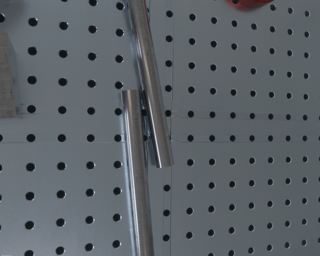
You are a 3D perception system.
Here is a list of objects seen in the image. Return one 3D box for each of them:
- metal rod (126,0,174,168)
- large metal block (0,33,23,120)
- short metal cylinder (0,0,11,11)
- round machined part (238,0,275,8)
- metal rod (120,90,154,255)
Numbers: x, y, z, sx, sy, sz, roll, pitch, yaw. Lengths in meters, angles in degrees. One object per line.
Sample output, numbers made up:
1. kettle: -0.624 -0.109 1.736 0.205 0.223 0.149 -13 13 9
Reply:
1. metal rod: -0.019 -0.096 0.405 0.025 0.025 0.298 -11 94 -20
2. large metal block: -0.176 -0.047 0.319 0.050 0.080 0.079 -6 92 -20
3. short metal cylinder: -0.188 -0.151 0.314 0.050 0.080 0.080 44 76 -15
4. round machined part: 0.148 -0.234 0.458 0.099 0.042 0.097 0 90 -20
5. metal rod: -0.025 0.101 0.403 0.025 0.025 0.298 -6 92 -20
